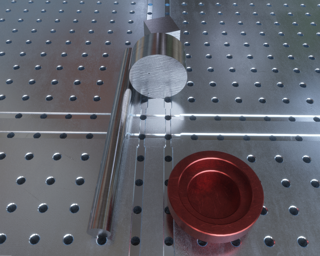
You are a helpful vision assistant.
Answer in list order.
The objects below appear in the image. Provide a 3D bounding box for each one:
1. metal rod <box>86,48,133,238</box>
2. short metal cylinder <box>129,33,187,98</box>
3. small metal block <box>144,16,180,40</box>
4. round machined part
[{"bbox_3d":[-0.055,-0.007,0.412,0.025,0.025,0.300,2,50,2],"label":"metal rod"},{"bbox_3d":[-0.002,-0.089,0.446,0.081,0.080,0.050,1,50,0],"label":"short metal cylinder"},{"bbox_3d":[0.003,-0.172,0.552,0.050,0.025,0.050,-15,52,-13],"label":"small metal block"},{"bbox_3d":[0.057,0.076,0.334,0.099,0.042,0.098,0,50,0],"label":"round machined part"}]
